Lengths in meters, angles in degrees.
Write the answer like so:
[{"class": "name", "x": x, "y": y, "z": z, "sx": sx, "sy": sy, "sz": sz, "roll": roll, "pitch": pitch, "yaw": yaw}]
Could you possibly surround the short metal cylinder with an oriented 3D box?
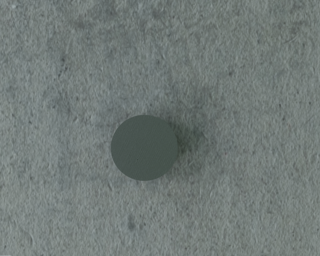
[{"class": "short metal cylinder", "x": -0.019, "y": 0.024, "z": 0.397, "sx": 0.081, "sy": 0.050, "sz": 0.079, "roll": 0, "pitch": 90, "yaw": -1}]
